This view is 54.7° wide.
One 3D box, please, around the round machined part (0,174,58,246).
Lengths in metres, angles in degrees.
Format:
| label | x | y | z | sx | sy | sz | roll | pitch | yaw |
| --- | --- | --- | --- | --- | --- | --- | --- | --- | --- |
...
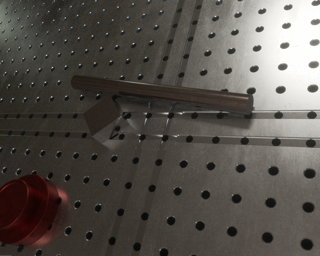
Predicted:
| label | x | y | z | sx | sy | sz | roll | pitch | yaw |
| --- | --- | --- | --- | --- | --- | --- | --- | --- | --- |
| round machined part | -0.195 | 0.110 | 0.430 | 0.098 | 0.042 | 0.098 | -13 | 56 | 20 |

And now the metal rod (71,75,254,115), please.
| label | x | y | z | sx | sy | sz | roll | pitch | yaw |
| --- | --- | --- | --- | --- | --- | --- | --- | --- | --- |
| metal rod | -0.017 | -0.053 | 0.448 | 0.300 | 0.025 | 0.025 | 12 | 68 | 32 |

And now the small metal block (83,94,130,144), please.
| label | x | y | z | sx | sy | sz | roll | pitch | yaw |
| --- | --- | --- | --- | --- | --- | --- | --- | --- | --- |
| small metal block | -0.080 | -0.013 | 0.456 | 0.050 | 0.025 | 0.050 | -35 | 51 | 4 |
